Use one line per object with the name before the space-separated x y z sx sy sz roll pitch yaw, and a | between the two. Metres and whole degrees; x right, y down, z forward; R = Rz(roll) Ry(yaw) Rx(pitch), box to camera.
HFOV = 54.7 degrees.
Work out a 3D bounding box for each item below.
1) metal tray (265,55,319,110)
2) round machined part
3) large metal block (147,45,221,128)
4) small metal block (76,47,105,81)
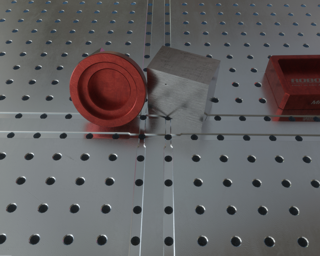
metal tray | 0.237 -0.071 0.467 0.131 0.030 0.090 -1 50 -2
round machined part | -0.065 -0.053 0.413 0.099 0.097 0.042 4 21 3
large metal block | 0.030 -0.055 0.419 0.080 0.080 0.050 18 52 14
small metal block | -0.101 -0.085 0.462 0.050 0.025 0.050 -22 42 30
